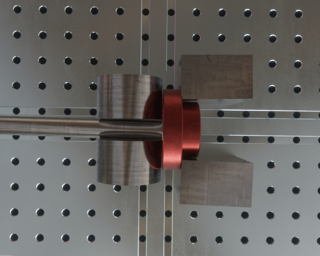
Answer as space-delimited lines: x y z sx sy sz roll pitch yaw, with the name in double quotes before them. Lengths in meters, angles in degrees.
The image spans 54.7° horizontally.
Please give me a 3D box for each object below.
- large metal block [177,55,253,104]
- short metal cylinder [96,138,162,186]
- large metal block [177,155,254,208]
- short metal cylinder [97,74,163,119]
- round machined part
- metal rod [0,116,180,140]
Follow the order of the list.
"large metal block" 0.064 -0.058 0.387 0.081 0.080 0.050 0 90 0
"short metal cylinder" -0.038 0.039 0.385 0.081 0.080 0.050 1 91 0
"large metal block" 0.064 0.062 0.387 0.080 0.080 0.050 3 90 0
"short metal cylinder" -0.037 -0.036 0.385 0.081 0.080 0.050 1 91 0
"round machined part" 0.025 0.002 0.376 0.042 0.098 0.097 1 90 0
"metal rod" -0.120 -0.001 0.401 0.302 0.025 0.025 2 90 4
